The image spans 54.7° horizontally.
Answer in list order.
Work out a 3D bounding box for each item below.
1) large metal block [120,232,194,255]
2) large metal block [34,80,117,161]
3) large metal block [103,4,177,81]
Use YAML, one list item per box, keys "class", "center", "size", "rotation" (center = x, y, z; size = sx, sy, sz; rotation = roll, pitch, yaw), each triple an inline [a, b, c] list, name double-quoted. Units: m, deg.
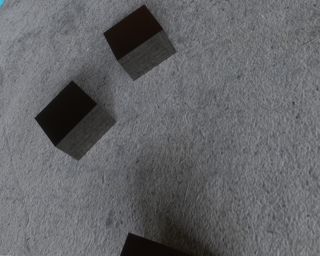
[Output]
- class: "large metal block"
  center: [0.015, 0.138, 0.276]
  size: [0.080, 0.080, 0.050]
  rotation: [7, 66, 31]
- class: "large metal block"
  center: [-0.126, -0.012, 0.462]
  size: [0.080, 0.050, 0.080]
  rotation: [-47, 51, -4]
- class: "large metal block"
  center: [-0.033, -0.135, 0.488]
  size: [0.080, 0.050, 0.080]
  rotation: [-33, 51, 6]
